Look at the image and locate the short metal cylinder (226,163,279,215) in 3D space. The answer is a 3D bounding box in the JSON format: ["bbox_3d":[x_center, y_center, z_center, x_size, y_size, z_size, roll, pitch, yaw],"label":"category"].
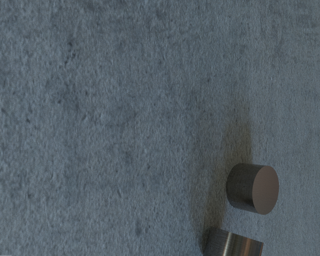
[{"bbox_3d":[0.157,0.101,0.524,0.081,0.050,0.079,0,90,-40],"label":"short metal cylinder"}]

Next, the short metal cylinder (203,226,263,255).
[{"bbox_3d":[0.109,0.184,0.464,0.080,0.080,0.050,29,72,-37],"label":"short metal cylinder"}]
